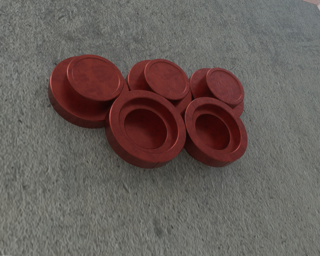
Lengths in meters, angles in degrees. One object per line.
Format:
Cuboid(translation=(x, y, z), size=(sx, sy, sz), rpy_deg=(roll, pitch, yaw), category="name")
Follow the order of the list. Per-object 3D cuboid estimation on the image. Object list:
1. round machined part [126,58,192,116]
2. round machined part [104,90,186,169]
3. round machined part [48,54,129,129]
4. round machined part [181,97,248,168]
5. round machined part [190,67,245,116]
Cuboid(translation=(0.002, -0.057, 0.432), size=(0.099, 0.042, 0.098), rpy_deg=(14, 56, -21), category="round machined part")
Cuboid(translation=(-0.021, 0.005, 0.381), size=(0.099, 0.042, 0.098), rpy_deg=(14, 56, -21), category="round machined part")
Cuboid(translation=(-0.084, -0.052, 0.382), size=(0.099, 0.042, 0.098), rpy_deg=(14, 56, -21), category="round machined part")
Cuboid(translation=(0.068, 0.009, 0.427), size=(0.099, 0.042, 0.098), rpy_deg=(14, 56, -21), category="round machined part")
Cuboid(translation=(0.090, -0.054, 0.478), size=(0.099, 0.042, 0.098), rpy_deg=(14, 56, -21), category="round machined part")
